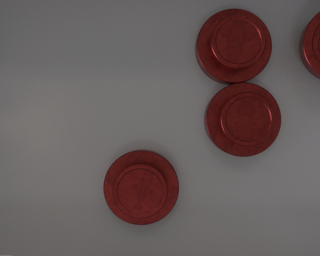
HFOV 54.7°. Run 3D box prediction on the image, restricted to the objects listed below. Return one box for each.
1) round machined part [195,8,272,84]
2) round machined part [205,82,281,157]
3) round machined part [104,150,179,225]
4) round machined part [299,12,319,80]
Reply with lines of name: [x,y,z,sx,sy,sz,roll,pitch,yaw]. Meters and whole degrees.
round machined part: [0.097,-0.108,0.403,0.099,0.042,0.097,0,90,0]
round machined part: [0.109,-0.011,0.404,0.099,0.042,0.097,0,90,0]
round machined part: [-0.024,0.078,0.403,0.099,0.042,0.097,0,90,0]
round machined part: [0.231,-0.106,0.399,0.098,0.042,0.097,0,92,10]
